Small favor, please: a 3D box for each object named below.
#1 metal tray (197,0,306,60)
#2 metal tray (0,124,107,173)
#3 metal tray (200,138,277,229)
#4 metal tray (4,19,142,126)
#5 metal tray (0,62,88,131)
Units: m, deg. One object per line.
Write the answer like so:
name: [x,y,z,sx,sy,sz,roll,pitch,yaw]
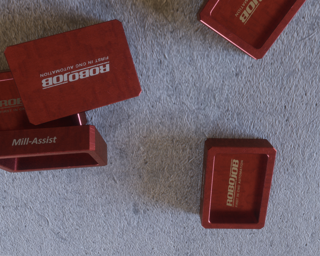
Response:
metal tray: [0.114,-0.156,0.350,0.090,0.030,0.129,31,107,-11]
metal tray: [-0.137,0.028,0.382,0.131,0.090,0.030,-4,72,-1]
metal tray: [0.106,0.080,0.437,0.091,0.030,0.129,1,110,-1]
metal tray: [-0.096,-0.064,0.360,0.131,0.030,0.089,-17,100,-8]
metal tray: [-0.168,-0.031,0.393,0.131,0.030,0.089,-8,110,2]
